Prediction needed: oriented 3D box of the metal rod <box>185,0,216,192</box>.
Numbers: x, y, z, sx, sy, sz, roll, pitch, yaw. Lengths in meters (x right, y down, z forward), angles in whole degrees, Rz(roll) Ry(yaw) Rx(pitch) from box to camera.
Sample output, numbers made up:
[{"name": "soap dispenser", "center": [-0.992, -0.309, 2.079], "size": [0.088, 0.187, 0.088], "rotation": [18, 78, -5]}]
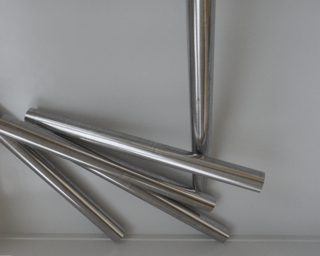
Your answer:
[{"name": "metal rod", "center": [0.045, -0.024, 0.338], "size": [0.025, 0.025, 0.298], "rotation": [-6, 135, 2]}]

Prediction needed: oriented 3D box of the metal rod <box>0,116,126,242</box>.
[{"name": "metal rod", "center": [-0.160, 0.057, 0.430], "size": [0.025, 0.025, 0.300], "rotation": [-39, 106, 13]}]

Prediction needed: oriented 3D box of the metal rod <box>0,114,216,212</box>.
[{"name": "metal rod", "center": [-0.058, 0.053, 0.411], "size": [0.302, 0.025, 0.025], "rotation": [24, 109, -16]}]

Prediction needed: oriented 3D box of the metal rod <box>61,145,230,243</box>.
[{"name": "metal rod", "center": [-0.028, 0.087, 0.442], "size": [0.301, 0.025, 0.025], "rotation": [31, 107, -11]}]

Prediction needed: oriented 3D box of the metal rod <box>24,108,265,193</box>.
[{"name": "metal rod", "center": [-0.026, 0.024, 0.382], "size": [0.301, 0.025, 0.025], "rotation": [15, 110, 9]}]
